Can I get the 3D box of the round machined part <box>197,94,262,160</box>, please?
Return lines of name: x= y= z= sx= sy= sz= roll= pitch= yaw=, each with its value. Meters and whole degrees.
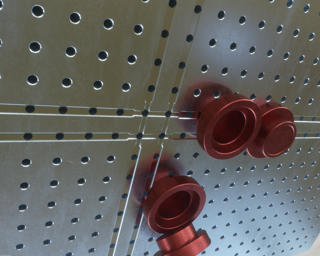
round machined part: x=0.095 y=-0.005 z=0.451 sx=0.099 sy=0.042 sz=0.097 roll=-14 pitch=125 yaw=-21

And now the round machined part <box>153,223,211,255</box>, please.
round machined part: x=0.032 y=0.192 z=0.518 sx=0.099 sy=0.042 sz=0.098 roll=-25 pitch=168 yaw=-5

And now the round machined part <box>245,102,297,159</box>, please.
round machined part: x=0.183 y=0.010 z=0.510 sx=0.099 sy=0.042 sz=0.097 roll=-14 pitch=125 yaw=-21

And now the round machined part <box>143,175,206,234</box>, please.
round machined part: x=0.019 y=0.113 z=0.483 sx=0.099 sy=0.042 sz=0.097 roll=-14 pitch=125 yaw=-21
